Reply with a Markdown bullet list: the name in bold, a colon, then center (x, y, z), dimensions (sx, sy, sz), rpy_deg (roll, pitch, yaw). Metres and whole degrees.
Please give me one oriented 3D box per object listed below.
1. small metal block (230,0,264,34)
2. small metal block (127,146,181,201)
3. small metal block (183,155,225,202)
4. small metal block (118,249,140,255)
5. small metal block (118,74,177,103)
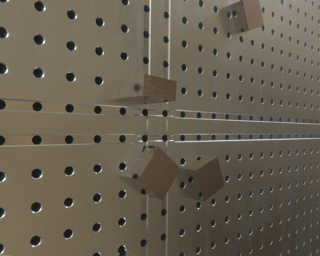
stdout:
- **small metal block**: center (0.153, -0.196, 0.540), dimensions (0.050, 0.025, 0.050), rpy_deg (-27, 107, -37)
- **small metal block**: center (-0.007, 0.058, 0.405), dimensions (0.050, 0.025, 0.050), rpy_deg (47, 62, -30)
- **small metal block**: center (0.067, 0.075, 0.468), dimensions (0.050, 0.025, 0.050), rpy_deg (-26, 106, -37)
- **small metal block**: center (-0.041, 0.174, 0.361), dimensions (0.050, 0.050, 0.025), rpy_deg (-26, 107, -37)
- **small metal block**: center (-0.016, -0.047, 0.382), dimensions (0.050, 0.050, 0.025), rpy_deg (6, 87, -40)
